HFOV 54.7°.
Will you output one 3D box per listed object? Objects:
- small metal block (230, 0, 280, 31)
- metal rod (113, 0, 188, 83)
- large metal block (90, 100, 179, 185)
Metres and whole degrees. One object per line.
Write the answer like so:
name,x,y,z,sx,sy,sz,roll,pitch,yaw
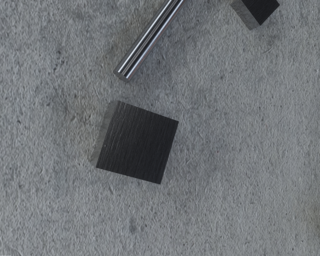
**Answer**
small metal block,0.142,-0.184,0.463,0.050,0.025,0.050,-47,105,-14
metal rod,0.032,-0.187,0.421,0.025,0.025,0.300,37,78,-17
large metal block,-0.033,0.018,0.385,0.081,0.050,0.080,19,84,-20
